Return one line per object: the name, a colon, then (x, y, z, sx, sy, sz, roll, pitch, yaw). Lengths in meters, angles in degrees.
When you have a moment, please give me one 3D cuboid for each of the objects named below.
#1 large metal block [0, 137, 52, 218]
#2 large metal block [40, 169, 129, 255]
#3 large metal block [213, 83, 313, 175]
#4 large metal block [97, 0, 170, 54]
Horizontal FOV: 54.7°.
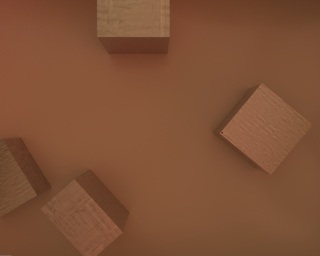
large metal block: (-0.203, 0.067, 0.396, 0.080, 0.050, 0.080, -31, 90, 0)
large metal block: (-0.087, 0.103, 0.383, 0.050, 0.080, 0.080, -42, 91, 0)
large metal block: (0.129, 0.001, 0.401, 0.080, 0.050, 0.080, 40, 90, -1)
large metal block: (-0.030, -0.126, 0.383, 0.081, 0.080, 0.050, 0, 90, -1)
